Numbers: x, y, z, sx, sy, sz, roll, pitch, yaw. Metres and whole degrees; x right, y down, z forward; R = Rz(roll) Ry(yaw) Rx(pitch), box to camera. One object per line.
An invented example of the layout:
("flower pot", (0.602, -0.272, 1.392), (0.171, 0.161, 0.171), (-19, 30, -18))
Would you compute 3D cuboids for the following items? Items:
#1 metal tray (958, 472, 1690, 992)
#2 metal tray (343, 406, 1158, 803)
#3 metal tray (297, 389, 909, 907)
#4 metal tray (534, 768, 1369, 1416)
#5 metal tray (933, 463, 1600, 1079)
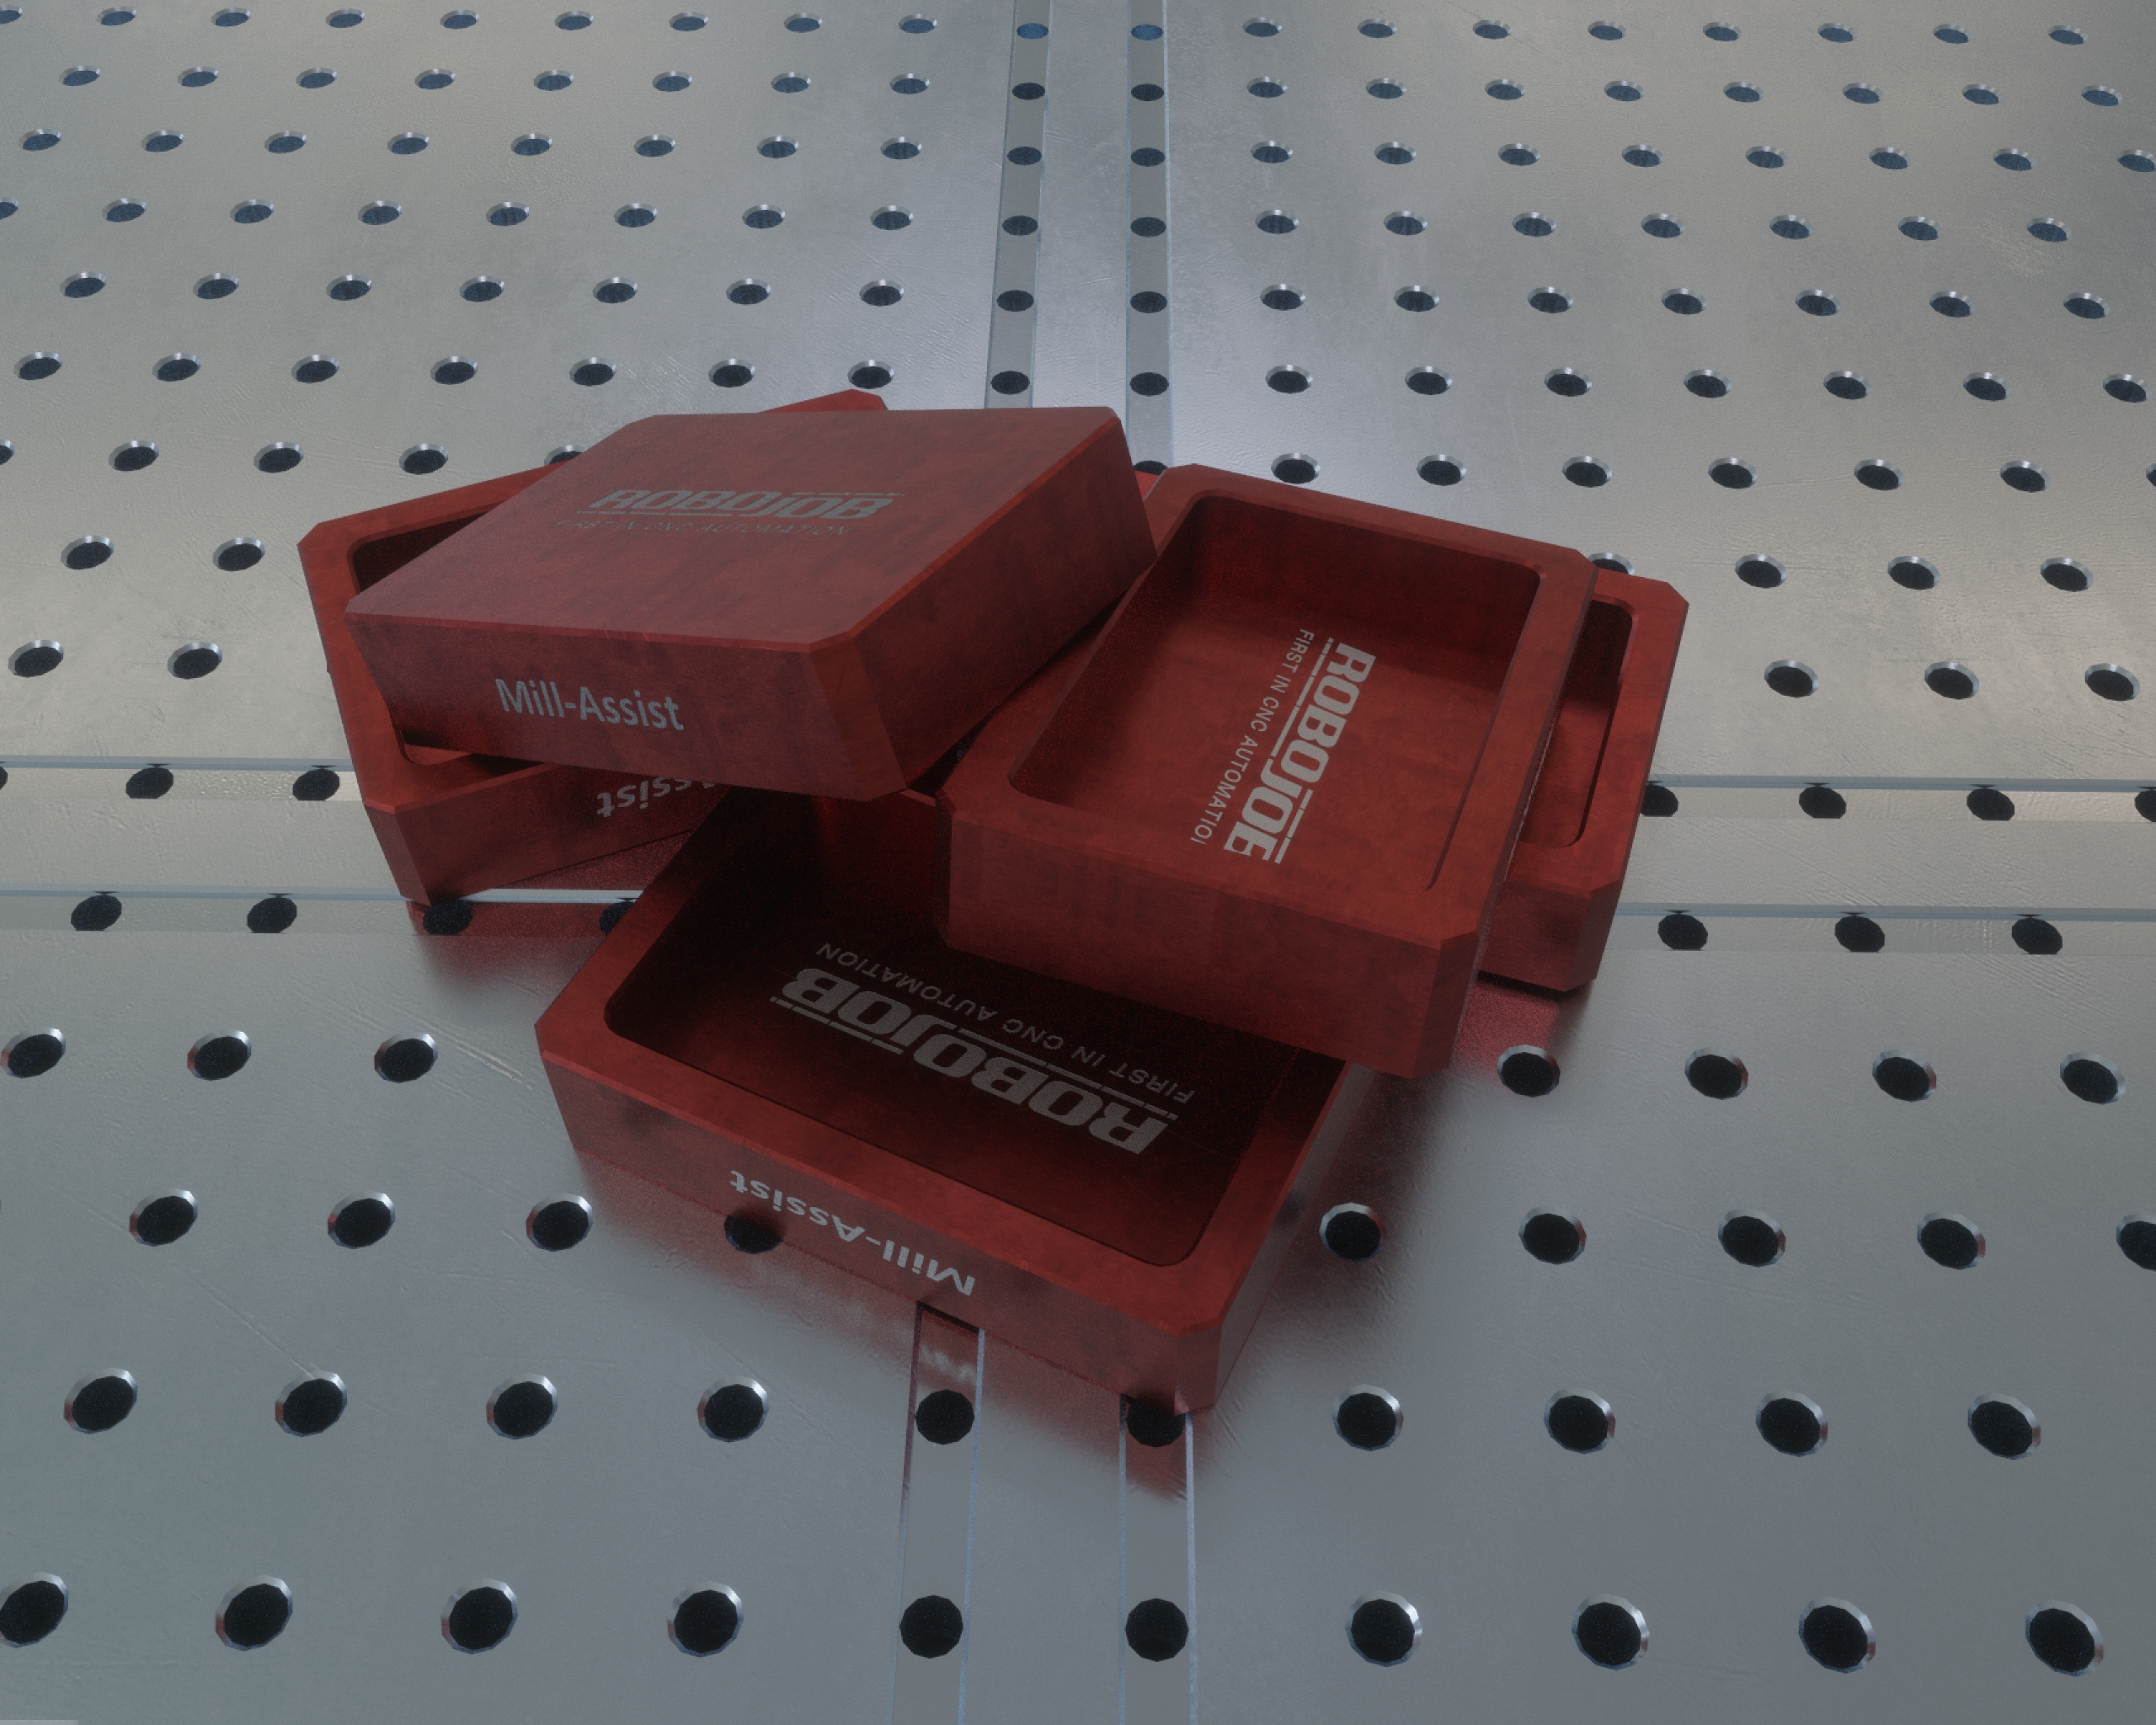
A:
("metal tray", (0.051, -0.031, 0.430), (0.130, 0.030, 0.090), (14, 51, 13))
("metal tray", (-0.063, -0.053, 0.396), (0.130, 0.030, 0.090), (8, 39, 35))
("metal tray", (-0.090, -0.050, 0.445), (0.131, 0.030, 0.090), (-18, 52, -14))
("metal tray", (-0.018, 0.032, 0.378), (0.130, 0.030, 0.090), (21, 53, 16))
("metal tray", (0.039, -0.024, 0.384), (0.090, 0.030, 0.130), (15, 40, 13))
